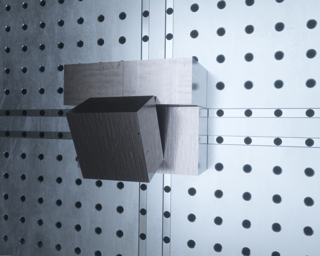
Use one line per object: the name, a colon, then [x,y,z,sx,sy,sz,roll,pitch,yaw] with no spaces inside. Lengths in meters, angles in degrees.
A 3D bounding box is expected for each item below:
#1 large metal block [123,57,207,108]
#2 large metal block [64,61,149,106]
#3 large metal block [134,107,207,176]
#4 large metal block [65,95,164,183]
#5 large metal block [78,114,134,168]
large metal block: [0.009,-0.051,0.378,0.080,0.080,0.050,1,91,19]
large metal block: [-0.067,-0.052,0.405,0.080,0.080,0.050,1,91,19]
large metal block: [0.015,0.014,0.391,0.080,0.050,0.079,1,90,19]
large metal block: [-0.047,0.011,0.344,0.080,0.050,0.079,0,114,19]
large metal block: [-0.062,0.013,0.418,0.080,0.050,0.079,1,90,19]
